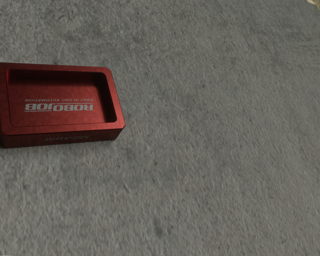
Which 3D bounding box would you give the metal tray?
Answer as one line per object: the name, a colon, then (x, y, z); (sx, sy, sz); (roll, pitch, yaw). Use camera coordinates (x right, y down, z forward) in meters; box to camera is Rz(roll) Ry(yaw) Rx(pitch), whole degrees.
metal tray: (-0.114, -0.028, 0.357); (0.131, 0.030, 0.090); (-4, 64, -30)
